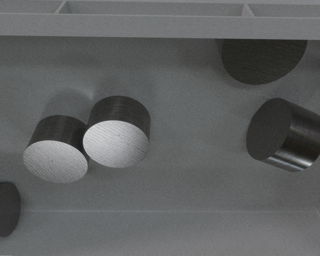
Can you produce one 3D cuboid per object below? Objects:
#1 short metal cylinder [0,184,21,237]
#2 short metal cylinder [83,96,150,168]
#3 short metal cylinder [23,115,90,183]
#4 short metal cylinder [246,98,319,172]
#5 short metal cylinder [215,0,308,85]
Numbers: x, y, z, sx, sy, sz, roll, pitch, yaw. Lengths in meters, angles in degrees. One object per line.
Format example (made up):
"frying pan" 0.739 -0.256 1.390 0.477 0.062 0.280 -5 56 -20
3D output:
"short metal cylinder" -0.259 0.127 0.479 0.050 0.080 0.079 -2 130 1
"short metal cylinder" -0.053 0.005 0.397 0.081 0.050 0.079 0 130 0
"short metal cylinder" -0.133 0.029 0.416 0.081 0.050 0.079 0 130 0
"short metal cylinder" 0.152 0.009 0.382 0.050 0.080 0.079 20 127 -16
"short metal cylinder" 0.099 -0.091 0.316 0.081 0.050 0.079 0 130 0
